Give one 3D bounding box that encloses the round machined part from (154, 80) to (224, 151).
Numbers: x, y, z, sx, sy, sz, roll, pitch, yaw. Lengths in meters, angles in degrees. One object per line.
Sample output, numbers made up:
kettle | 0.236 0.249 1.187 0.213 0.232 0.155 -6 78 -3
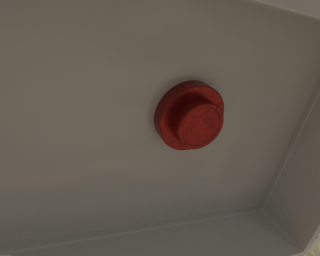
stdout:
round machined part | 0.045 -0.010 0.415 0.099 0.042 0.097 -14 124 -21
